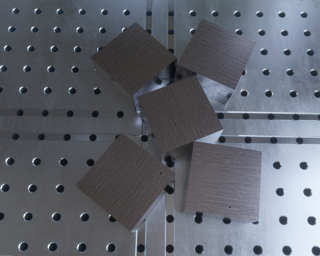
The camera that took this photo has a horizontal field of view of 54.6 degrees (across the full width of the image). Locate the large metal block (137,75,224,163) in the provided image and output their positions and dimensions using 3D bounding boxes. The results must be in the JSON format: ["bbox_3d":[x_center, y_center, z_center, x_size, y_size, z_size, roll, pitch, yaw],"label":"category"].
[{"bbox_3d":[0.024,-0.010,0.402,0.080,0.050,0.080,-21,72,-8],"label":"large metal block"}]

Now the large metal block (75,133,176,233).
[{"bbox_3d":[-0.038,0.067,0.372,0.080,0.050,0.080,36,74,12],"label":"large metal block"}]

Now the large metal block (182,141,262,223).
[{"bbox_3d":[0.073,0.067,0.374,0.080,0.050,0.080,9,70,2],"label":"large metal block"}]

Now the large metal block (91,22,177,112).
[{"bbox_3d":[-0.034,-0.084,0.429,0.080,0.050,0.080,-42,75,-13],"label":"large metal block"}]

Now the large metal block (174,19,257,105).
[{"bbox_3d":[0.075,-0.091,0.431,0.080,0.050,0.080,25,72,6],"label":"large metal block"}]
